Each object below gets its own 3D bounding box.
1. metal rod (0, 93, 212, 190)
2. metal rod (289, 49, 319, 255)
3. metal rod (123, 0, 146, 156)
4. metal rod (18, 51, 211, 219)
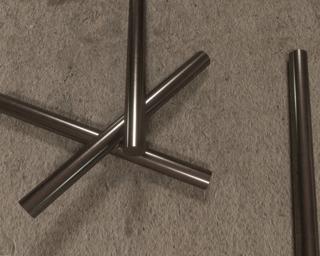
[{"bbox_3d":[-0.080,0.015,0.401,0.301,0.025,0.025,20,71,6],"label":"metal rod"},{"bbox_3d":[0.184,0.033,0.398,0.025,0.025,0.299,6,70,2],"label":"metal rod"},{"bbox_3d":[-0.032,-0.102,0.415,0.025,0.025,0.299,-1,59,-1],"label":"metal rod"},{"bbox_3d":[-0.039,-0.007,0.387,0.025,0.025,0.301,42,66,13],"label":"metal rod"}]
